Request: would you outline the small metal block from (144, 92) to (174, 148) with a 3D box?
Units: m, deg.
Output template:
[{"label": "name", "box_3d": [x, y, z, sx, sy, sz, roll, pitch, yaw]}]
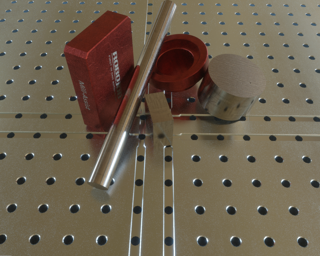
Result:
[{"label": "small metal block", "box_3d": [-0.002, -0.010, 0.400, 0.025, 0.050, 0.050, -10, 51, -9]}]

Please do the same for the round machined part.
[{"label": "round machined part", "box_3d": [0.025, -0.092, 0.465, 0.098, 0.042, 0.098, -7, 55, 10]}]

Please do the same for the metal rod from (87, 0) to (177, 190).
[{"label": "metal rod", "box_3d": [-0.028, -0.062, 0.418, 0.025, 0.025, 0.300, 13, 64, 10]}]

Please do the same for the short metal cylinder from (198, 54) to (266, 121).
[{"label": "short metal cylinder", "box_3d": [0.098, -0.057, 0.431, 0.081, 0.050, 0.080, 6, 54, -9]}]

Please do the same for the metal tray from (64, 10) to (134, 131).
[{"label": "metal tray", "box_3d": [-0.069, -0.069, 0.396, 0.030, 0.129, 0.090, 22, 53, 17]}]
